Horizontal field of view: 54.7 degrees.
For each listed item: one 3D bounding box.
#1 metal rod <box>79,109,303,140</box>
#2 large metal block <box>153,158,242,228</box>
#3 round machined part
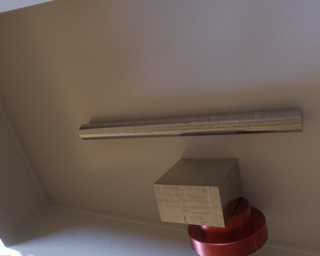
[{"bbox_3d":[0.018,-0.001,0.397,0.300,0.025,0.025,-3,117,29],"label":"metal rod"},{"bbox_3d":[0.050,0.076,0.388,0.080,0.080,0.050,-4,105,29],"label":"large metal block"},{"bbox_3d":[0.083,0.119,0.393,0.098,0.099,0.042,-8,101,31],"label":"round machined part"}]
